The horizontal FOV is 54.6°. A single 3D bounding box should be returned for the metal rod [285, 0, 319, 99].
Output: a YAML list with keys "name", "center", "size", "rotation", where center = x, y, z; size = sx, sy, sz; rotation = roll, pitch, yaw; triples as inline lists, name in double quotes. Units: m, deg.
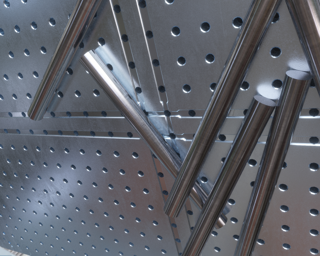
- name: "metal rod"
  center: [0.188, 0.004, 0.313]
  size: [0.025, 0.025, 0.299]
  rotation: [-17, 110, 35]

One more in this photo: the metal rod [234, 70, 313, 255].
- name: "metal rod"
  center: [0.130, 0.073, 0.387]
  size: [0.025, 0.025, 0.298]
  rotation: [16, 125, 19]

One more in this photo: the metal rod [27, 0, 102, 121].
- name: "metal rod"
  center: [-0.123, -0.106, 0.411]
  size: [0.025, 0.025, 0.299]
  rotation: [42, 129, -1]

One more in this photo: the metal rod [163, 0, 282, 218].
- name: "metal rod"
  center: [0.059, -0.004, 0.358]
  size: [0.025, 0.025, 0.298]
  rotation: [26, 122, 12]

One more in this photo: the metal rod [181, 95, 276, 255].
- name: "metal rod"
  center: [0.074, 0.096, 0.405]
  size: [0.025, 0.025, 0.298]
  rotation: [25, 119, 13]

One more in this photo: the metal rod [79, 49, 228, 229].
- name: "metal rod"
  center: [-0.004, 0.021, 0.426]
  size: [0.025, 0.025, 0.300]
  rotation: [-31, 101, 38]
